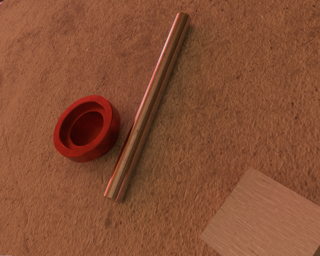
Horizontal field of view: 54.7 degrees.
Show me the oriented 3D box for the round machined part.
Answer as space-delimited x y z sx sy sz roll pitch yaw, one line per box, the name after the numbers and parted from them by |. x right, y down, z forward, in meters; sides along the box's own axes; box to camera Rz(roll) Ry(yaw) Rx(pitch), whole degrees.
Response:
-0.099 0.005 0.442 0.098 0.042 0.098 -13 56 21 | round machined part

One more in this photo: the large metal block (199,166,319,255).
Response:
0.097 0.095 0.279 0.080 0.050 0.080 32 79 38 | large metal block

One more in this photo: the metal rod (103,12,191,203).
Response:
-0.011 -0.043 0.435 0.025 0.025 0.300 7 65 31 | metal rod
